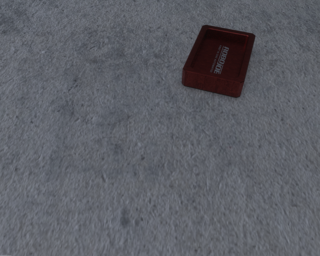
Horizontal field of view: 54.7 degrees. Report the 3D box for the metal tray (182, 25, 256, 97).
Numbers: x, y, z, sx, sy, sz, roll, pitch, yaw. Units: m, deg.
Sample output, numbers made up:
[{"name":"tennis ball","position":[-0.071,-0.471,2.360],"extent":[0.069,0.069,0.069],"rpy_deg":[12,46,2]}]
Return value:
[{"name":"metal tray","position":[0.096,-0.111,0.494],"extent":[0.090,0.030,0.130],"rpy_deg":[15,51,11]}]
